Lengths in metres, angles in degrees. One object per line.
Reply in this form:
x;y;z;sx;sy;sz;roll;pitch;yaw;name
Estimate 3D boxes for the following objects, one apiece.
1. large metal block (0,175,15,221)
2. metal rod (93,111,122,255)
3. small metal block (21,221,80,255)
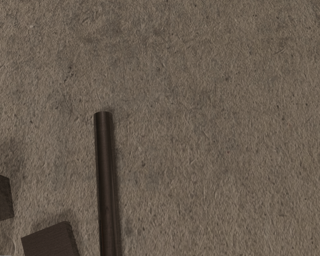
-0.224;0.084;0.345;0.081;0.080;0.050;-15;71;-6;large metal block
-0.059;0.122;0.362;0.025;0.025;0.299;-6;70;-3;metal rod
-0.124;0.141;0.355;0.050;0.025;0.050;-20;72;-8;small metal block
